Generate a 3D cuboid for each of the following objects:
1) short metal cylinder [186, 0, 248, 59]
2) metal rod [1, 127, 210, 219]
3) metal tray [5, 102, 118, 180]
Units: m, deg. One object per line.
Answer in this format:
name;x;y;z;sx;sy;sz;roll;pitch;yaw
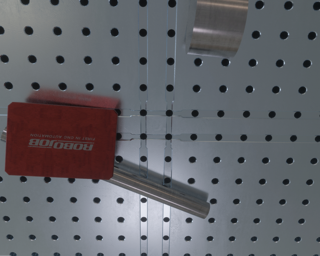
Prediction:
short metal cylinder;0.059;-0.119;0.341;0.050;0.080;0.079;6;110;-2
metal rod;-0.069;0.064;0.436;0.302;0.025;0.025;23;108;-9
metal tray;-0.123;0.016;0.397;0.131;0.030;0.089;4;94;-8
